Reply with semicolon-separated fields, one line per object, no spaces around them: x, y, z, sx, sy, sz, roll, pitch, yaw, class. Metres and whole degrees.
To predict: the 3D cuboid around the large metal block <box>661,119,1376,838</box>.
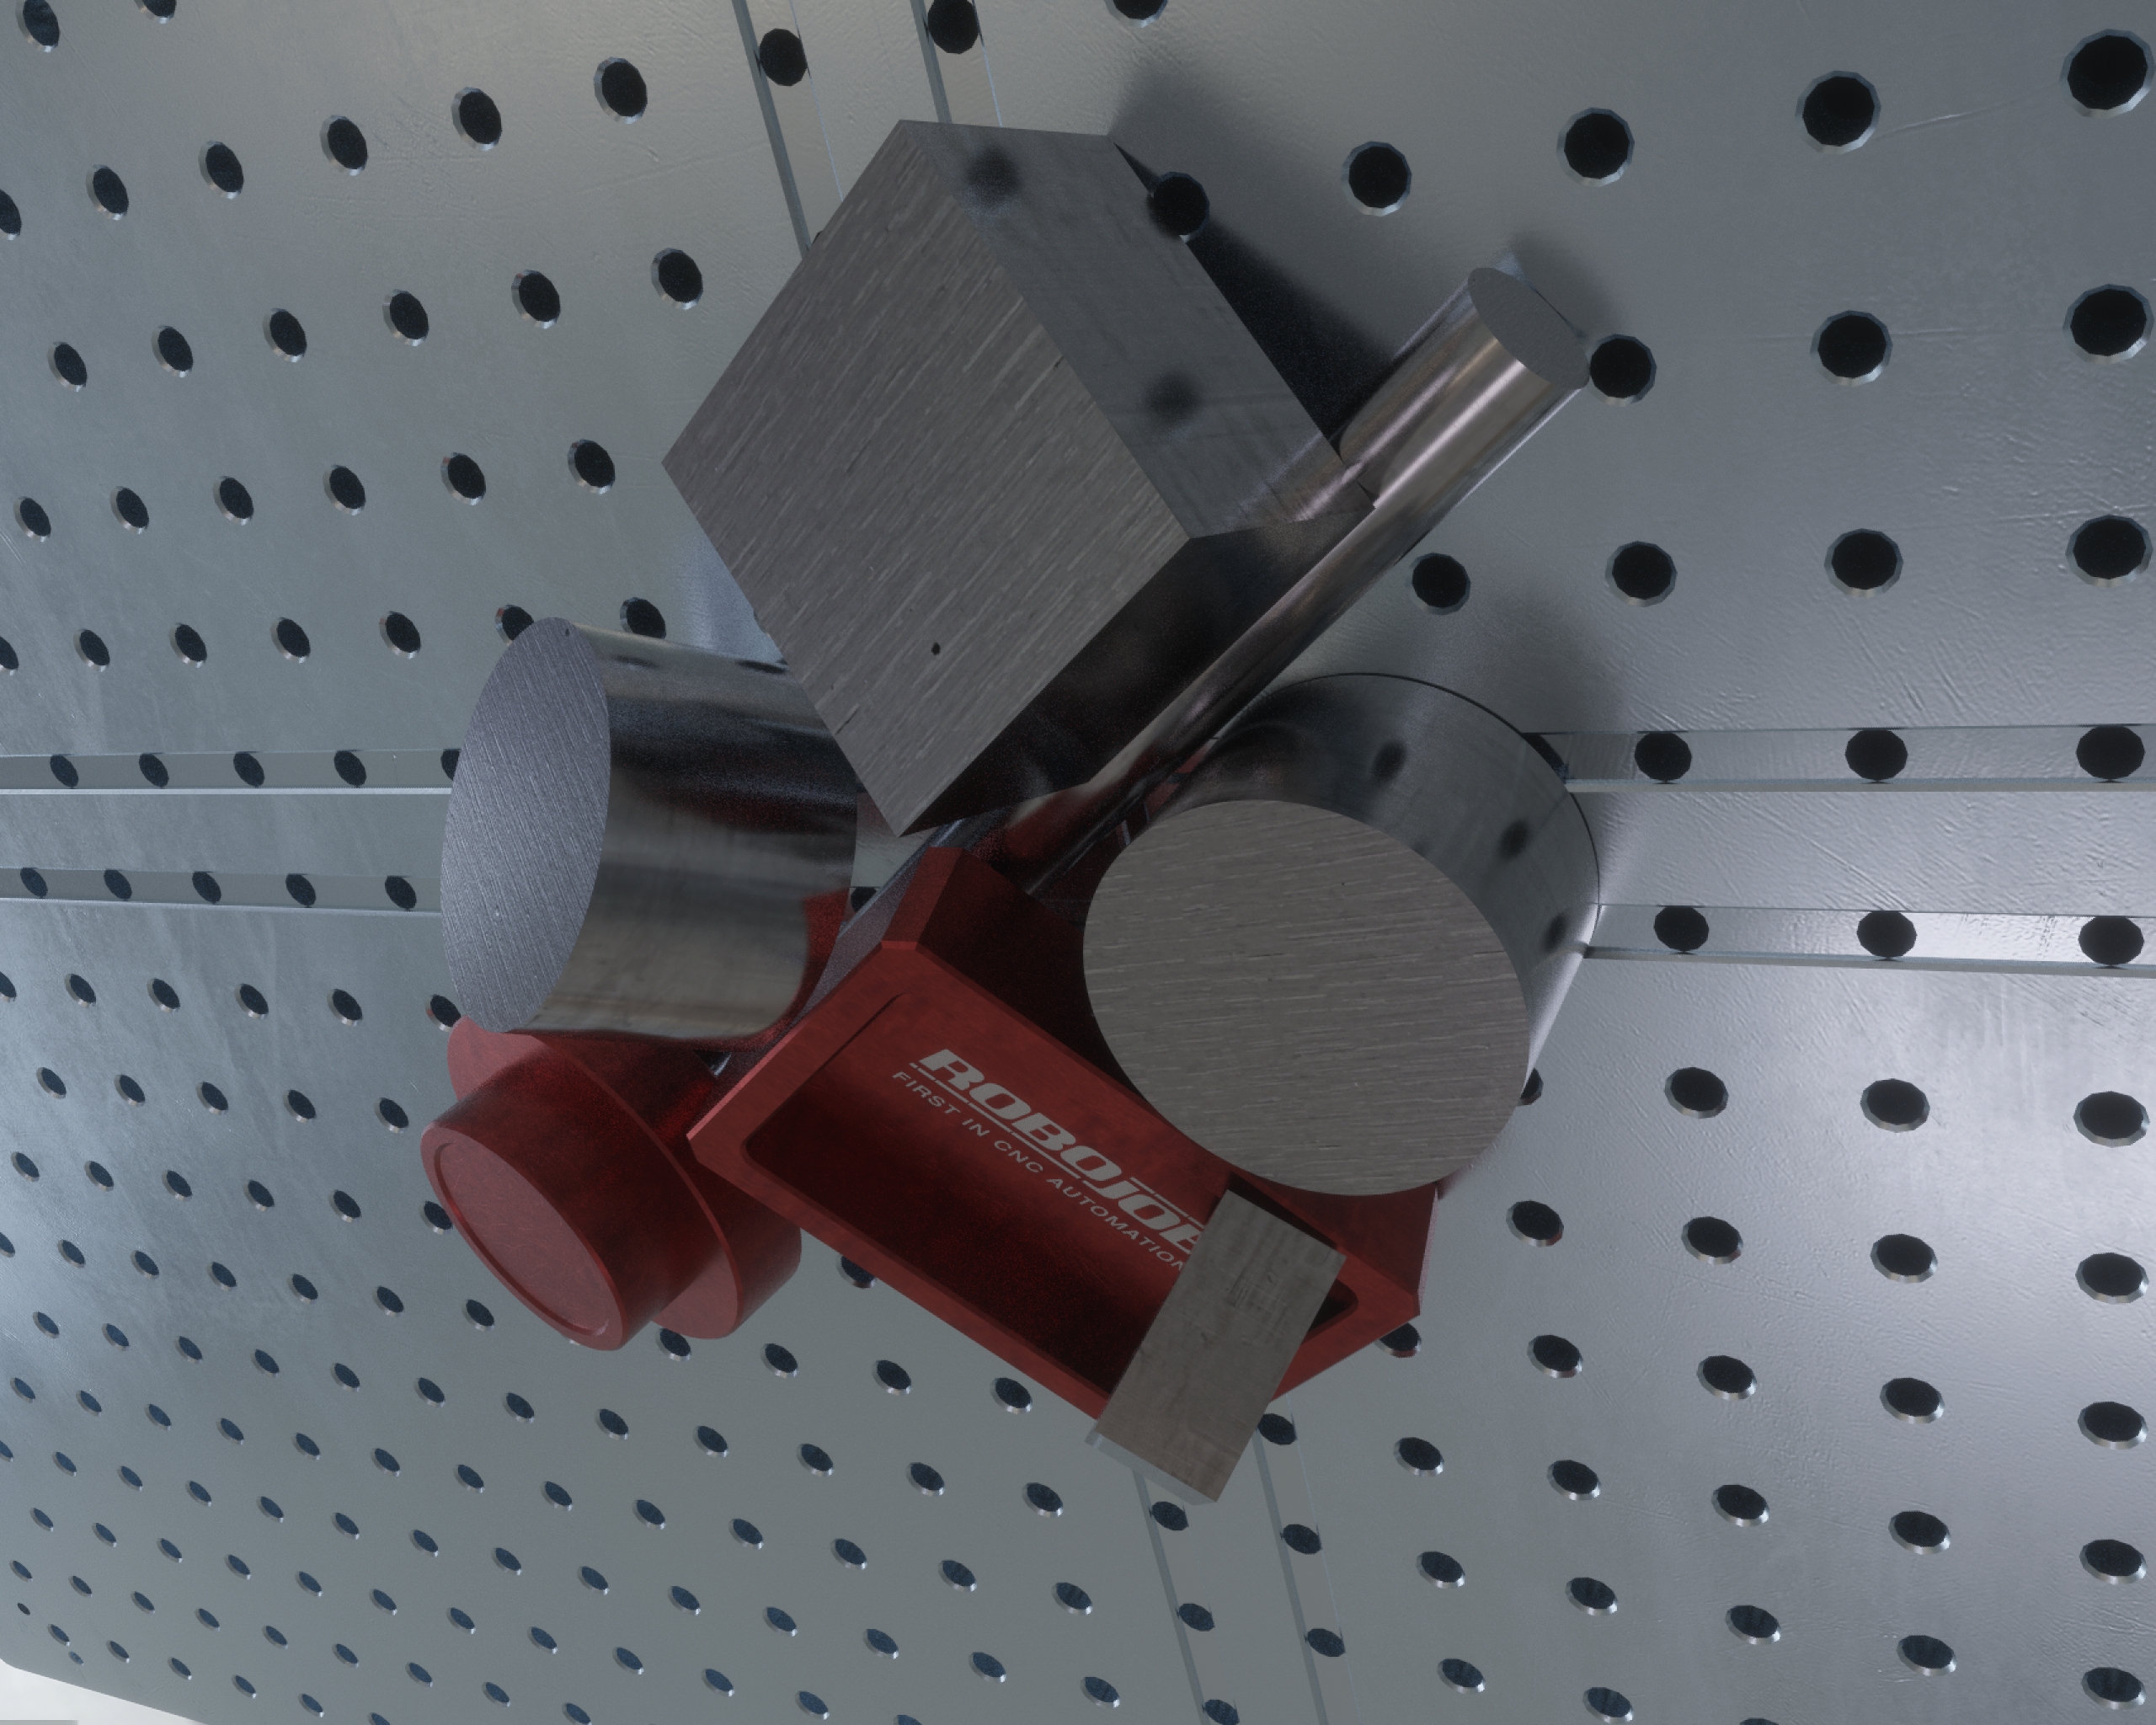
-0.012;-0.063;0.348;0.080;0.050;0.080;-43;74;39;large metal block

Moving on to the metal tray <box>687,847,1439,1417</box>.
-0.003;0.064;0.431;0.130;0.030;0.090;36;130;-13;metal tray

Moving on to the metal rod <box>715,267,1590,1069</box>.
-0.014;-0.004;0.418;0.025;0.025;0.299;44;130;-3;metal rod

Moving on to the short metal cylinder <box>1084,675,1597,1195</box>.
0.048;0.013;0.377;0.080;0.050;0.079;13;124;21;short metal cylinder

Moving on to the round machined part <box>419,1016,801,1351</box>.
-0.116;0.076;0.491;0.098;0.042;0.097;28;140;26;round machined part

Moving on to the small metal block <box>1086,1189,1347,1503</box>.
0.025;0.095;0.402;0.025;0.050;0.050;29;163;7;small metal block

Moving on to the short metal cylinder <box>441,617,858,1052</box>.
-0.086;-0.004;0.411;0.080;0.050;0.080;-16;70;51;short metal cylinder
